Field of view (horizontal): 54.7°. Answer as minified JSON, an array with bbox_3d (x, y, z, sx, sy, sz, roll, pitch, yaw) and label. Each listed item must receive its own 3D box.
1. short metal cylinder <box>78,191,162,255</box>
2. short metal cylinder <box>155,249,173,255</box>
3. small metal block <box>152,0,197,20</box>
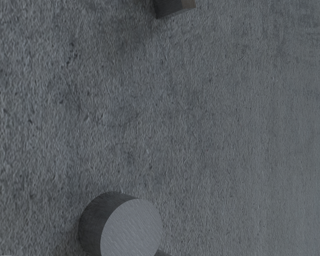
[{"bbox_3d":[-0.044,0.116,0.352,0.081,0.050,0.079,0,90,-40],"label":"short metal cylinder"},{"bbox_3d":[-0.001,0.199,0.388,0.081,0.050,0.079,0,90,-40],"label":"short metal cylinder"},{"bbox_3d":[0.015,-0.173,0.401,0.025,0.050,0.050,-23,105,-38],"label":"small metal block"}]
